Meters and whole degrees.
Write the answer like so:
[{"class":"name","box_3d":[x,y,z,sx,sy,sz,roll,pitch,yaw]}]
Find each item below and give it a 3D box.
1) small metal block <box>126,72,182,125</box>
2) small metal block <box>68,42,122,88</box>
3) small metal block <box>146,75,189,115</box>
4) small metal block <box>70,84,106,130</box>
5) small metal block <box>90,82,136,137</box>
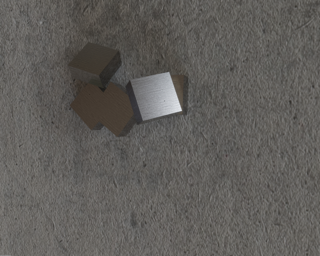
[{"class":"small metal block","box_3d":[-0.008,-0.035,0.372,0.050,0.025,0.050,-15,84,-21]},{"class":"small metal block","box_3d":[-0.089,-0.088,0.428,0.050,0.025,0.050,20,60,18]},{"class":"small metal block","box_3d":[0.009,-0.043,0.406,0.050,0.025,0.050,2,91,19]},{"class":"small metal block","box_3d":[-0.091,-0.032,0.441,0.050,0.025,0.050,-46,76,14]},{"class":"small metal block","box_3d":[-0.053,-0.024,0.400,0.050,0.025,0.050,39,102,15]}]
